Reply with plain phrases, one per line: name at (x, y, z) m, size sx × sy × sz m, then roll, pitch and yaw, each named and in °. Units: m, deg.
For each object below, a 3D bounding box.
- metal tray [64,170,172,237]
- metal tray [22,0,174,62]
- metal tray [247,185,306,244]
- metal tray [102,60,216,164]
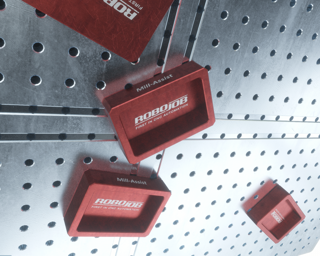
metal tray at (-0.058, 0.112, 0.444) m, size 0.131 × 0.030 × 0.090 m, roll 14°, pitch 111°, yaw -34°
metal tray at (-0.057, -0.132, 0.295) m, size 0.131 × 0.030 × 0.090 m, roll 24°, pitch 105°, yaw -37°
metal tray at (0.249, 0.186, 0.657) m, size 0.090 × 0.030 × 0.130 m, roll -44°, pitch 129°, yaw 2°
metal tray at (0.004, -0.019, 0.396) m, size 0.131 × 0.030 × 0.090 m, roll -26°, pitch 128°, yaw -13°
